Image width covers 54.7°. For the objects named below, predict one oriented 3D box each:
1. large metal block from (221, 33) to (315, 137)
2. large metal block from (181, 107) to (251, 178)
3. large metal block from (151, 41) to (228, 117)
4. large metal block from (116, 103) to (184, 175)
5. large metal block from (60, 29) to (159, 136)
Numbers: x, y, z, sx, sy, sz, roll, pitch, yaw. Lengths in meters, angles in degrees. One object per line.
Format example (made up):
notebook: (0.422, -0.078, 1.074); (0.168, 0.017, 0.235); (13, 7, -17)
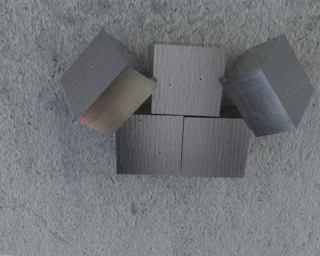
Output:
large metal block: (0.128, -0.048, 0.359); (0.050, 0.080, 0.080); (-17, 116, 49)
large metal block: (0.068, 0.017, 0.403); (0.081, 0.050, 0.079); (1, 110, -1)
large metal block: (0.032, -0.061, 0.376); (0.081, 0.050, 0.079); (3, 110, -2)
large metal block: (-0.014, 0.013, 0.402); (0.081, 0.050, 0.079); (1, 110, -1)
large metal block: (-0.061, -0.052, 0.354); (0.080, 0.080, 0.050); (-45, 139, 14)
